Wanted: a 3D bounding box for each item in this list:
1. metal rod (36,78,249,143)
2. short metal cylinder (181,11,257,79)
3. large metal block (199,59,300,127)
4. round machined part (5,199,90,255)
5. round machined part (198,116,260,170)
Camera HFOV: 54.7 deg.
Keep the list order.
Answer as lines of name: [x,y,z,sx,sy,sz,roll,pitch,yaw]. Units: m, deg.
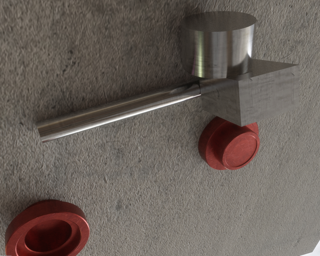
metal rod: [0.005,-0.039,0.385,0.302,0.025,0.025,-18,126,-18]
short metal cylinder: [0.064,-0.095,0.347,0.081,0.080,0.050,-18,126,-18]
large metal block: [0.103,-0.046,0.366,0.081,0.080,0.050,-17,112,-19]
round machined part: [-0.145,0.131,0.398,0.099,0.042,0.097,-14,124,-21]
round machined part: [0.112,0.025,0.472,0.099,0.042,0.097,-14,124,-21]
